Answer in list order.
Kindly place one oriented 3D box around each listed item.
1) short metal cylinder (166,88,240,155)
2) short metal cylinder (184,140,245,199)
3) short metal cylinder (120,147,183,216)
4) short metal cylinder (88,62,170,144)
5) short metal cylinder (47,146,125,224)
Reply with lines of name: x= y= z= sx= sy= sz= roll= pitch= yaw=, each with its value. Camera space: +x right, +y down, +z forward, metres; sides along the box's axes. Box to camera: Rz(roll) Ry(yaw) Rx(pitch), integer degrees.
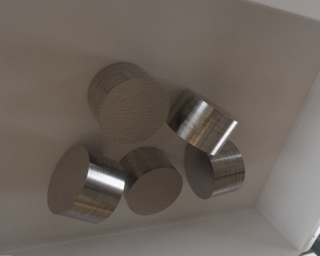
short metal cylinder: x=0.055 y=-0.009 z=0.399 sx=0.080 sy=0.080 sz=0.050 roll=24 pitch=105 yaw=-37
short metal cylinder: x=0.077 y=0.059 z=0.451 sx=0.050 sy=0.080 sz=0.079 roll=-9 pitch=122 yaw=-24
short metal cylinder: x=-0.016 y=0.073 z=0.429 sx=0.081 sy=0.050 sz=0.079 roll=-14 pitch=125 yaw=-21
short metal cylinder: x=-0.036 y=-0.029 z=0.354 sx=0.081 sy=0.050 sz=0.079 roll=-14 pitch=125 yaw=-21
short metal cylinder: x=-0.087 y=0.067 z=0.365 sx=0.050 sy=0.080 sz=0.080 roll=31 pitch=101 yaw=-38
